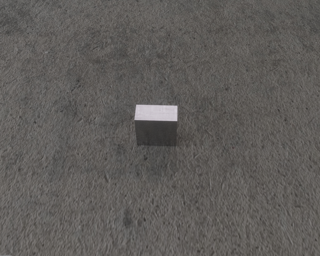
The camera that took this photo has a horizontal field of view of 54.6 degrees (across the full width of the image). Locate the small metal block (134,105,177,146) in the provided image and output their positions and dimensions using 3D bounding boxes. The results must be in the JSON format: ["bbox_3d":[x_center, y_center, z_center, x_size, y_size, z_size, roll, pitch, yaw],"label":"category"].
[{"bbox_3d":[-0.004,-0.002,0.389,0.050,0.050,0.025,1,50,1],"label":"small metal block"}]
